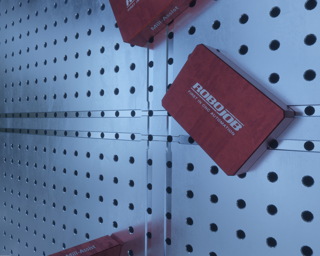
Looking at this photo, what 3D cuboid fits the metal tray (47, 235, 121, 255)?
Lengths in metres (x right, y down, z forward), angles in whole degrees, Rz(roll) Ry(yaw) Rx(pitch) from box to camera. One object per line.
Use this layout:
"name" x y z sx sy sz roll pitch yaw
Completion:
"metal tray" -0.121 0.215 0.442 0.030 0.131 0.089 22 104 38

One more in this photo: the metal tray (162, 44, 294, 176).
"metal tray" 0.069 -0.022 0.350 0.130 0.030 0.090 49 119 29

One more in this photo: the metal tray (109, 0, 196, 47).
"metal tray" -0.009 -0.183 0.415 0.130 0.030 0.090 -31 71 35
